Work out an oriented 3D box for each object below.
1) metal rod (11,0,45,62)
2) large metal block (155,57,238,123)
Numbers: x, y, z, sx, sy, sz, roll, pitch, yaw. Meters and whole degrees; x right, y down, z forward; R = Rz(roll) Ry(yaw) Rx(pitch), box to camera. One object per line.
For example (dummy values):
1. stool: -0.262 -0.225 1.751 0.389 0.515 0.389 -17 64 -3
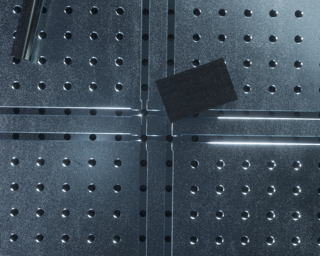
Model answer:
1. metal rod: -0.151 -0.237 0.411 0.025 0.025 0.298 13 90 0
2. large metal block: 0.041 -0.042 0.386 0.080 0.080 0.050 -19 90 0
